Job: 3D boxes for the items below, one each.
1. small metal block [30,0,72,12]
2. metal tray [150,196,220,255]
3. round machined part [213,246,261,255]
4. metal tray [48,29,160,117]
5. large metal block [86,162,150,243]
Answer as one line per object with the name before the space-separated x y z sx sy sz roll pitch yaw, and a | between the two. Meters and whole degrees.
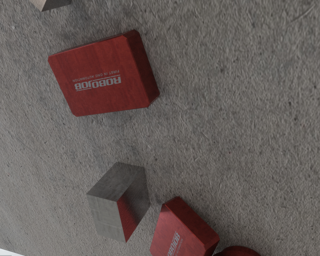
small metal block | -0.118 -0.164 0.351 0.025 0.050 0.050 45 129 -3
metal tray | 0.032 0.180 0.475 0.090 0.030 0.129 40 134 33
round machined part | 0.121 0.215 0.462 0.098 0.042 0.097 10 124 16
metal tray | -0.074 -0.066 0.402 0.130 0.030 0.090 -5 116 30
large metal block | -0.059 0.111 0.471 0.050 0.080 0.079 8 122 24
